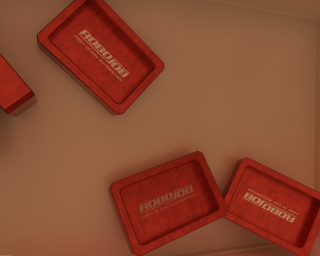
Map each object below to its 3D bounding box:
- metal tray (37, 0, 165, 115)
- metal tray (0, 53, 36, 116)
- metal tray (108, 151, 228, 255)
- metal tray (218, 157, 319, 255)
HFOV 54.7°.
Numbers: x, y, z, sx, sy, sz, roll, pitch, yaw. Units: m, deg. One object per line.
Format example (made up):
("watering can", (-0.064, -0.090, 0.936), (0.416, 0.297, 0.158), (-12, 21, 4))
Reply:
("metal tray", (-0.070, -0.090, 0.381), (0.130, 0.030, 0.090), (44, 76, -15))
("metal tray", (-0.180, -0.072, 0.309), (0.030, 0.090, 0.130), (-41, 103, -15))
("metal tray", (0.011, 0.093, 0.396), (0.131, 0.030, 0.090), (-19, 77, -19))
("metal tray", (0.157, 0.110, 0.437), (0.130, 0.030, 0.090), (26, 80, 7))
